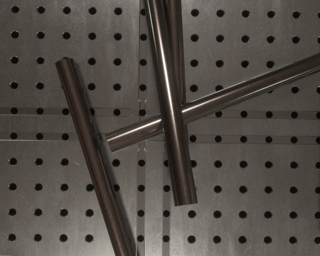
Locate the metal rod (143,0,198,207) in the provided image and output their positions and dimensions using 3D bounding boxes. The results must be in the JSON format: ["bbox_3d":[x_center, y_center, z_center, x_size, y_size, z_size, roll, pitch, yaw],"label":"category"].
[{"bbox_3d":[0.007,-0.059,0.373,0.025,0.025,0.299,-8,74,0],"label":"metal rod"}]

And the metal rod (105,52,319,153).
[{"bbox_3d":[0.077,-0.035,0.395,0.302,0.025,0.025,-21,90,-8],"label":"metal rod"}]

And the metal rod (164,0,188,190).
[{"bbox_3d":[0.021,-0.066,0.413,0.025,0.025,0.298,-3,90,-1],"label":"metal rod"}]

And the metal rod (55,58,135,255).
[{"bbox_3d":[-0.082,0.054,0.412,0.025,0.025,0.298,-17,90,0],"label":"metal rod"}]
